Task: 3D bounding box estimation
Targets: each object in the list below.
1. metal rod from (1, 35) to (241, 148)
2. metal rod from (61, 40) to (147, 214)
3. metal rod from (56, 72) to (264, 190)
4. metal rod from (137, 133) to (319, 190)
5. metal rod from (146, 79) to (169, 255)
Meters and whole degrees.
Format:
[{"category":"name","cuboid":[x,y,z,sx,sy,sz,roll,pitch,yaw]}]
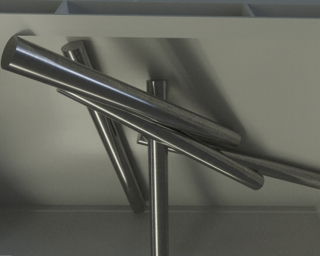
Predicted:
[{"category":"metal rod","cuboid":[-0.002,-0.019,0.319,0.025,0.025,0.302,-40,143,28]},{"category":"metal rod","cuboid":[-0.064,0.023,0.427,0.025,0.025,0.298,-9,130,7]},{"category":"metal rod","cuboid":[0.024,0.016,0.367,0.301,0.025,0.025,28,125,-30]},{"category":"metal rod","cuboid":[0.115,0.047,0.449,0.302,0.025,0.025,15,129,-13]},{"category":"metal rod","cuboid":[-0.002,0.087,0.403,0.025,0.025,0.298,-1,105,0]}]
